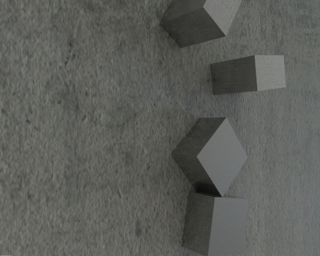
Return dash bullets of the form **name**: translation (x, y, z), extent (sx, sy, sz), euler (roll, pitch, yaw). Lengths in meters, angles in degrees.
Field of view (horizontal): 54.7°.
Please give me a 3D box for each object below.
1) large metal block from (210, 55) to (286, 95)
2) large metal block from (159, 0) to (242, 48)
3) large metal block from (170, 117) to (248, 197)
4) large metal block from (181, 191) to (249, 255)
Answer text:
- **large metal block**: translation (0.139, -0.083, 0.488), extent (0.081, 0.080, 0.050), euler (-11, 98, -40)
- **large metal block**: translation (0.057, -0.162, 0.418), extent (0.050, 0.080, 0.080), euler (39, 66, -34)
- **large metal block**: translation (0.074, 0.041, 0.453), extent (0.080, 0.050, 0.080), euler (-48, 119, -29)
- **large metal block**: translation (0.083, 0.140, 0.461), extent (0.081, 0.050, 0.080), euler (14, 81, -40)
